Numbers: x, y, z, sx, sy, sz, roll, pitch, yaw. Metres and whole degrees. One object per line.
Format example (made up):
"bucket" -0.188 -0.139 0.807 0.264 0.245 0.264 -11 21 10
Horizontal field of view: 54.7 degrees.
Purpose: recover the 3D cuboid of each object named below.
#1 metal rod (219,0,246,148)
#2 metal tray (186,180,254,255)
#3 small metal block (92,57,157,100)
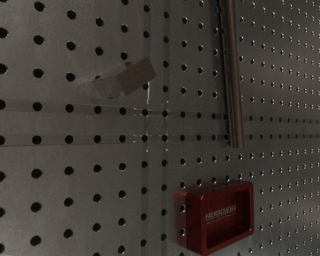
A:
"metal rod" 0.117 -0.116 0.509 0.025 0.025 0.298 -10 96 -40
"metal tray" 0.099 0.138 0.492 0.131 0.030 0.089 -3 92 -40
"small metal block" -0.041 -0.057 0.360 0.050 0.050 0.025 -39 114 -33
